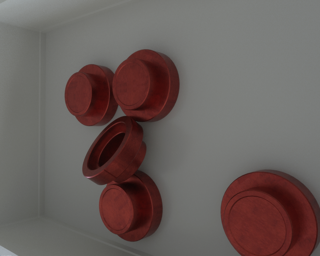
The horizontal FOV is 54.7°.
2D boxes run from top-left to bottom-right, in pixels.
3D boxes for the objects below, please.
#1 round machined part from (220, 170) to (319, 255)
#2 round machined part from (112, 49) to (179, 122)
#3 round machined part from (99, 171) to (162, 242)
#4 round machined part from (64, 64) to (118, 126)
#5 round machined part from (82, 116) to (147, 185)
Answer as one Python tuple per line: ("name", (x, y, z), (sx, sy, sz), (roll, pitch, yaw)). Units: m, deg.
("round machined part", (0.104, 0.093, 0.309), (0.098, 0.042, 0.097), (0, 90, 39))
("round machined part", (-0.026, -0.057, 0.415), (0.098, 0.042, 0.097), (0, 90, 39))
("round machined part", (-0.047, 0.109, 0.433), (0.098, 0.042, 0.097), (0, 90, 39))
("round machined part", (-0.112, -0.051, 0.486), (0.098, 0.042, 0.097), (0, 90, 39))
("round machined part", (-0.057, 0.035, 0.419), (0.098, 0.042, 0.098), (-35, 31, 25))
